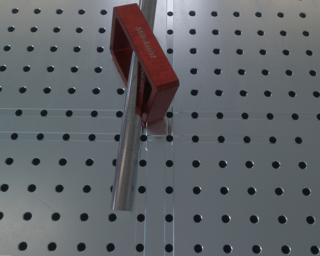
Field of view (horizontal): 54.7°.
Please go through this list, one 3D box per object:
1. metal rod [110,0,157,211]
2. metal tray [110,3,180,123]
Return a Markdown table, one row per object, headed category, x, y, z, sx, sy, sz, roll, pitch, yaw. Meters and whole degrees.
| category | x | y | z | sx | sy | sz | roll | pitch | yaw |
| --- | --- | --- | --- | --- | --- | --- | --- | --- | --- |
| metal rod | -0.032 | -0.046 | 0.408 | 0.025 | 0.025 | 0.299 | 6 | 77 | 2 |
| metal tray | -0.026 | -0.083 | 0.404 | 0.030 | 0.090 | 0.130 | -19 | 71 | -20 |
